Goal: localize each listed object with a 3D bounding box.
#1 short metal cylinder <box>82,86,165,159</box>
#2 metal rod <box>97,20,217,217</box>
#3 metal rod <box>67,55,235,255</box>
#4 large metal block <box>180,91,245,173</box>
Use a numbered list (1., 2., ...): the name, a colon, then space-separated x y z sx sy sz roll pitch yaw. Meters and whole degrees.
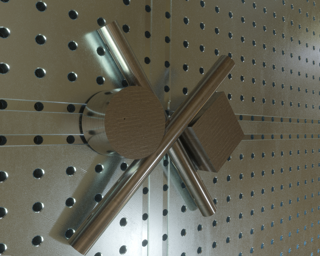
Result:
1. short metal cylinder: -0.041 -0.006 0.354 0.081 0.050 0.079 0 90 -40
2. metal rod: 0.007 0.003 0.409 0.025 0.025 0.299 -43 116 -31
3. metal rod: 0.002 0.019 0.379 0.301 0.025 0.025 -50 120 -18
4. large metal block: 0.067 0.005 0.443 0.080 0.050 0.080 -46 118 -30
